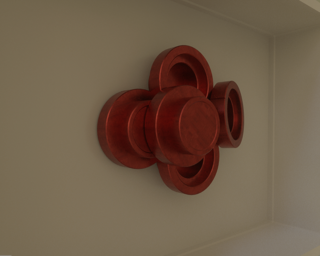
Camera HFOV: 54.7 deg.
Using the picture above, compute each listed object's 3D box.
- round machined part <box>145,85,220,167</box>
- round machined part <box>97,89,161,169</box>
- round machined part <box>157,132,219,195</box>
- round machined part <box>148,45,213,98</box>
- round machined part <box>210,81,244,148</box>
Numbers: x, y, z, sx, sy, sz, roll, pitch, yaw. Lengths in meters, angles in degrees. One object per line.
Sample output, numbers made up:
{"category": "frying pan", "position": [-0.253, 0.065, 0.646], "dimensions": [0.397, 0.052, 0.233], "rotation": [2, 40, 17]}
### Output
{"category": "round machined part", "position": [0.034, -0.003, 0.367], "dimensions": [0.099, 0.042, 0.097], "rotation": [0, 90, -40]}
{"category": "round machined part", "position": [-0.022, 0.001, 0.374], "dimensions": [0.099, 0.042, 0.097], "rotation": [0, 90, -40]}
{"category": "round machined part", "position": [0.034, 0.039, 0.424], "dimensions": [0.099, 0.042, 0.097], "rotation": [0, 90, -40]}
{"category": "round machined part", "position": [0.024, -0.058, 0.415], "dimensions": [0.099, 0.042, 0.097], "rotation": [0, 90, -40]}
{"category": "round machined part", "position": [0.091, -0.019, 0.458], "dimensions": [0.098, 0.042, 0.097], "rotation": [9, 80, -60]}
